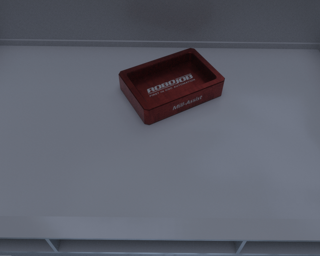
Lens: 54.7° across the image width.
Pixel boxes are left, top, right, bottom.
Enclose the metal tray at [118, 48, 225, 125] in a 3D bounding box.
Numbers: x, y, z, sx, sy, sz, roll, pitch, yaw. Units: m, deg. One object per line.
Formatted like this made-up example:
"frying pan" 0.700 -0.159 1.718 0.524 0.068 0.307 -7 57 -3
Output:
"metal tray" 0.017 -0.066 0.456 0.131 0.030 0.090 -23 54 -19
